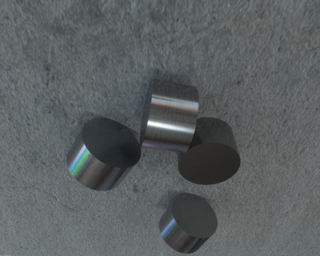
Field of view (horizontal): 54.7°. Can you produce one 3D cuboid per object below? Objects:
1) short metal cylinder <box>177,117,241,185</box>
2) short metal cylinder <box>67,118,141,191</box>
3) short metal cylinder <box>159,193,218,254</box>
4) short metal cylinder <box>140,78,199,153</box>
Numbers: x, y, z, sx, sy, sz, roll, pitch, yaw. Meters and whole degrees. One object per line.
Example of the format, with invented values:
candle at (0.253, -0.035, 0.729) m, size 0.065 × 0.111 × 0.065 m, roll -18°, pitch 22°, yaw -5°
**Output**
short metal cylinder at (0.063, 0.032, 0.419) m, size 0.081 × 0.050 × 0.079 m, roll 0°, pitch 130°, yaw 0°
short metal cylinder at (-0.072, 0.033, 0.398) m, size 0.080 × 0.080 × 0.050 m, roll 25°, pitch 126°, yaw -20°
short metal cylinder at (0.045, 0.154, 0.503) m, size 0.081 × 0.080 × 0.050 m, roll 17°, pitch 128°, yaw -15°
short metal cylinder at (0.008, -0.014, 0.360) m, size 0.050 × 0.080 × 0.079 m, roll 10°, pitch 130°, yaw -8°
